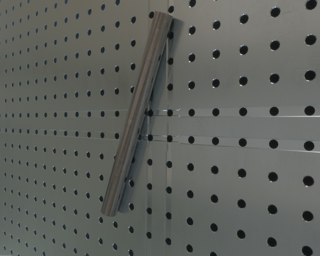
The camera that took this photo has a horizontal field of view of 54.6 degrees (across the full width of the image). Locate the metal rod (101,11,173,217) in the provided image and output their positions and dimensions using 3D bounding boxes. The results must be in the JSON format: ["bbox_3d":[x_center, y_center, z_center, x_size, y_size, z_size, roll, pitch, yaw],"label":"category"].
[{"bbox_3d":[-0.036,-0.010,0.440,0.025,0.025,0.298,27,107,37],"label":"metal rod"}]
